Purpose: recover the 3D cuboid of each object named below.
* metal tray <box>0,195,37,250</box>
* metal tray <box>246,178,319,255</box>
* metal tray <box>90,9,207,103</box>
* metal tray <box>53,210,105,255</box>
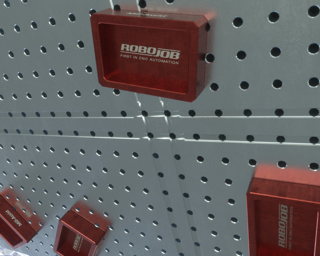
[{"bbox_3d":[-0.368,0.228,0.744,0.090,0.030,0.130,-34,100,38],"label":"metal tray"},{"bbox_3d":[0.163,0.131,0.402,0.090,0.030,0.129,4,120,26],"label":"metal tray"},{"bbox_3d":[-0.014,-0.086,0.362,0.130,0.030,0.089,12,124,21],"label":"metal tray"},{"bbox_3d":[-0.172,0.239,0.647,0.090,0.030,0.129,30,128,9],"label":"metal tray"}]
